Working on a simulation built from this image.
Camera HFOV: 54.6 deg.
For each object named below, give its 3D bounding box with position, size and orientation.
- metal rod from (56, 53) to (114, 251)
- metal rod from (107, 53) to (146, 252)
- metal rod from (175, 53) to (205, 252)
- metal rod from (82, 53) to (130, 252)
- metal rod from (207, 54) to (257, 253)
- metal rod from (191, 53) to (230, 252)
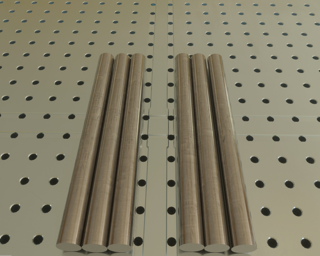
[{"bbox_3d":[-0.088,0.004,0.404,0.025,0.025,0.300,1,50,1],"label":"metal rod"},{"bbox_3d":[-0.037,0.004,0.403,0.025,0.025,0.300,1,50,1],"label":"metal rod"},{"bbox_3d":[0.034,0.004,0.404,0.025,0.025,0.300,1,50,1],"label":"metal rod"},{"bbox_3d":[-0.062,0.004,0.403,0.025,0.025,0.300,1,50,1],"label":"metal rod"},{"bbox_3d":[0.086,0.005,0.403,0.025,0.025,0.300,1,50,1],"label":"metal rod"},{"bbox_3d":[0.059,0.004,0.404,0.025,0.025,0.300,1,50,1],"label":"metal rod"}]
